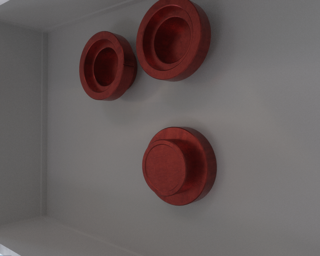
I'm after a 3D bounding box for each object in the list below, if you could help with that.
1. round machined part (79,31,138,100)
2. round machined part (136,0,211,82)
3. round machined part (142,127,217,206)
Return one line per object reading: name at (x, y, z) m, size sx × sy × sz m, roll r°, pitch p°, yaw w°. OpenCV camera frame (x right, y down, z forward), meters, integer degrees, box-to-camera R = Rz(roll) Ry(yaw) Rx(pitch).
round machined part at (-0.072, -0.088, 0.455) m, size 0.098 × 0.042 × 0.097 m, roll 0°, pitch 90°, yaw 40°
round machined part at (0.020, -0.106, 0.379) m, size 0.098 × 0.042 × 0.097 m, roll 0°, pitch 90°, yaw 40°
round machined part at (0.016, 0.047, 0.382) m, size 0.098 × 0.042 × 0.097 m, roll 0°, pitch 90°, yaw 40°
